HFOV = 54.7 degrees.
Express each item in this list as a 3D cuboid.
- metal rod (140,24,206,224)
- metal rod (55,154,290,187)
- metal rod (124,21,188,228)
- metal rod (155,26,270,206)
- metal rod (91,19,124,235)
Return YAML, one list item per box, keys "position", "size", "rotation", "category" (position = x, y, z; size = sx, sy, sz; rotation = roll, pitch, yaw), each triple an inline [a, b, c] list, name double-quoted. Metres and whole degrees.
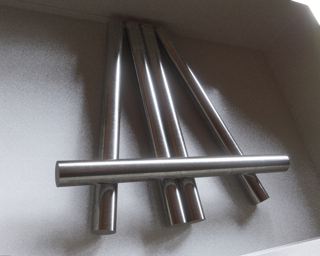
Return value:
- position: [0.009, -0.023, 0.423]
  size: [0.025, 0.025, 0.299]
  rotation: [1, 61, -28]
  category: "metal rod"
- position: [0.037, 0.046, 0.362]
  size: [0.303, 0.025, 0.025]
  rotation: [1, 61, -28]
  category: "metal rod"
- position: [-0.012, -0.022, 0.411]
  size: [0.025, 0.025, 0.299]
  rotation: [1, 61, -28]
  category: "metal rod"
- position: [0.068, -0.028, 0.457]
  size: [0.025, 0.025, 0.299]
  rotation: [-17, 71, -35]
  category: "metal rod"
- position: [-0.061, -0.024, 0.386]
  size: [0.025, 0.025, 0.299]
  rotation: [12, 57, -22]
  category: "metal rod"
